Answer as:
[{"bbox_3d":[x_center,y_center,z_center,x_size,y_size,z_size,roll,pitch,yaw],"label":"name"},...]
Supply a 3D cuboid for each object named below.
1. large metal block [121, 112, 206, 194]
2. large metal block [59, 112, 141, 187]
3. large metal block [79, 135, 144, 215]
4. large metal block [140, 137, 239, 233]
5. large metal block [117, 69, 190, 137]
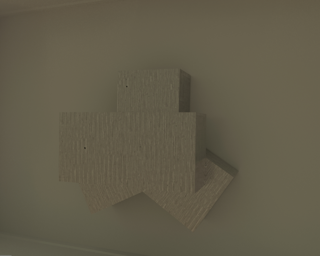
[{"bbox_3d":[0.005,0.024,0.339,0.080,0.050,0.080,1,90,20],"label":"large metal block"},{"bbox_3d":[-0.070,0.022,0.367,0.080,0.050,0.080,1,90,20],"label":"large metal block"},{"bbox_3d":[-0.063,0.059,0.418,0.080,0.050,0.080,-27,81,18],"label":"large metal block"},{"bbox_3d":[0.037,0.064,0.381,0.080,0.050,0.080,36,101,17],"label":"large metal block"},{"bbox_3d":[-0.007,-0.031,0.398,0.080,0.050,0.080,2,91,20],"label":"large metal block"}]
